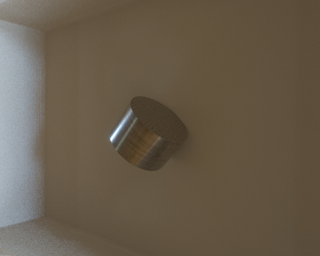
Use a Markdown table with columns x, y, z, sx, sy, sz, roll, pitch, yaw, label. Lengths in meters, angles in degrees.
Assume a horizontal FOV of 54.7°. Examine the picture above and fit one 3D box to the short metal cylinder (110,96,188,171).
| x | y | z | sx | sy | sz | roll | pitch | yaw | label |
| --- | --- | --- | --- | --- | --- | --- | --- | --- | --- |
| -0.013 | 0.006 | 0.380 | 0.080 | 0.081 | 0.050 | 52 | 120 | 27 | short metal cylinder |
